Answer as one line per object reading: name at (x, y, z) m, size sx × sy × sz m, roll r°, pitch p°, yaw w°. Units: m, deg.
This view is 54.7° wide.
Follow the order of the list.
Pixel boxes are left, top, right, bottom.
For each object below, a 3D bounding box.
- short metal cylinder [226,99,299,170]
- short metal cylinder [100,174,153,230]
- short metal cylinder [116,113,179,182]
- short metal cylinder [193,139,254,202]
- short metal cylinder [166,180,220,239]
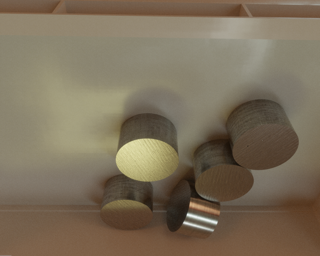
short metal cylinder at (0.130, 0.009, 0.403) m, size 0.081 × 0.050 × 0.079 m, roll 0°, pitch 130°, yaw 0°
short metal cylinder at (-0.051, 0.118, 0.493) m, size 0.081 × 0.050 × 0.079 m, roll 0°, pitch 130°, yaw 0°
short metal cylinder at (-0.016, 0.027, 0.415) m, size 0.081 × 0.050 × 0.079 m, roll 0°, pitch 130°, yaw 0°
short metal cylinder at (0.089, 0.062, 0.447) m, size 0.081 × 0.050 × 0.079 m, roll 0°, pitch 130°, yaw 0°
short metal cylinder at (0.050, 0.126, 0.482) m, size 0.050 × 0.080 × 0.079 m, roll 20°, pitch 127°, yaw -16°
